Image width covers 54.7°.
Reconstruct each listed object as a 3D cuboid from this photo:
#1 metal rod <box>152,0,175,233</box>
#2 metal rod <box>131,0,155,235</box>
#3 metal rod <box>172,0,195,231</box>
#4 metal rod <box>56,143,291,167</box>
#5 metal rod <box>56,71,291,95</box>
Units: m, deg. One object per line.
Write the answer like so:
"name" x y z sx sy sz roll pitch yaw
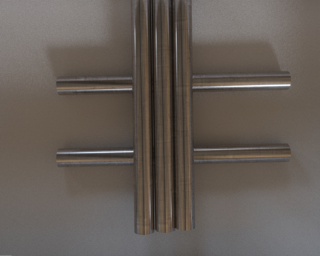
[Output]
"metal rod" 0.004 -0.023 0.384 0.025 0.025 0.298 -1 90 0
"metal rod" -0.022 -0.021 0.384 0.025 0.025 0.298 -1 90 0
"metal rod" 0.029 -0.026 0.384 0.025 0.025 0.298 -1 90 0
"metal rod" 0.018 0.036 0.410 0.302 0.025 0.025 -1 90 0
"metal rod" 0.018 -0.059 0.410 0.302 0.025 0.025 -1 90 0
